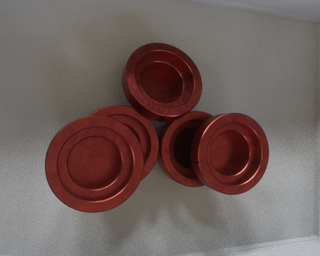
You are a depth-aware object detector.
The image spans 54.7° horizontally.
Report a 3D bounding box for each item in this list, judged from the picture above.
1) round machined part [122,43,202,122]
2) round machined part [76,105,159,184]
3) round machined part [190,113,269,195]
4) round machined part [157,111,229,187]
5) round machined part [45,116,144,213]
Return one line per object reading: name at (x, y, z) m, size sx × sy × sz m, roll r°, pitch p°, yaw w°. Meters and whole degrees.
round machined part at (0.000, -0.053, 0.389) m, size 0.099 × 0.042 × 0.098 m, roll 7°, pitch 70°, yaw -19°
round machined part at (-0.054, 0.022, 0.380) m, size 0.099 × 0.042 × 0.097 m, roll 0°, pitch 90°, yaw -20°
round machined part at (0.082, 0.031, 0.386) m, size 0.099 × 0.042 × 0.097 m, roll 0°, pitch 90°, yaw -20°
round machined part at (0.040, 0.027, 0.415) m, size 0.099 × 0.042 × 0.097 m, roll 0°, pitch 90°, yaw -20°
round machined part at (-0.070, 0.036, 0.330) m, size 0.099 × 0.042 × 0.097 m, roll 0°, pitch 90°, yaw -20°
